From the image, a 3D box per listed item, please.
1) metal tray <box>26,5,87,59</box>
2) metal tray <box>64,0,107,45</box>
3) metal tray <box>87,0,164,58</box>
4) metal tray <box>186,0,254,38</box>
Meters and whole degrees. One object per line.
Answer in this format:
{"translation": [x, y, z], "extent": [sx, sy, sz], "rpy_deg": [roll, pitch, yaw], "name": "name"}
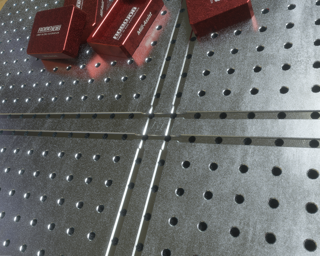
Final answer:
{"translation": [-0.202, -0.182, 0.598], "extent": [0.130, 0.030, 0.090], "rpy_deg": [9, 85, 38], "name": "metal tray"}
{"translation": [-0.156, -0.226, 0.627], "extent": [0.090, 0.030, 0.130], "rpy_deg": [-15, 55, 19], "name": "metal tray"}
{"translation": [-0.062, -0.190, 0.555], "extent": [0.090, 0.030, 0.130], "rpy_deg": [17, 71, 35], "name": "metal tray"}
{"translation": [0.087, -0.211, 0.490], "extent": [0.090, 0.030, 0.130], "rpy_deg": [-17, 55, 18], "name": "metal tray"}
